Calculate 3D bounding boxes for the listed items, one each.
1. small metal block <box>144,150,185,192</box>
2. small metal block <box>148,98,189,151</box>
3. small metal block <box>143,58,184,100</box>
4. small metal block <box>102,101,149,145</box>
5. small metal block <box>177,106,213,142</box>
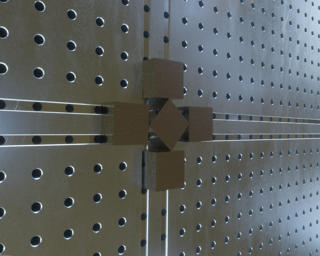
[{"bbox_3d":[0.006,0.056,0.416,0.050,0.025,0.050,0,90,-40],"label":"small metal block"},{"bbox_3d":[0.005,-0.004,0.415,0.050,0.025,0.050,50,61,-29],"label":"small metal block"},{"bbox_3d":[0.005,-0.064,0.415,0.050,0.025,0.050,-1,91,-40],"label":"small metal block"},{"bbox_3d":[-0.041,-0.005,0.376,0.050,0.025,0.050,2,89,-40],"label":"small metal block"},{"bbox_3d":[0.051,-0.005,0.454,0.050,0.025,0.050,0,90,-40],"label":"small metal block"}]
